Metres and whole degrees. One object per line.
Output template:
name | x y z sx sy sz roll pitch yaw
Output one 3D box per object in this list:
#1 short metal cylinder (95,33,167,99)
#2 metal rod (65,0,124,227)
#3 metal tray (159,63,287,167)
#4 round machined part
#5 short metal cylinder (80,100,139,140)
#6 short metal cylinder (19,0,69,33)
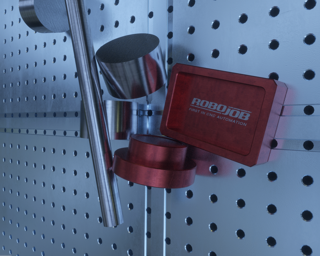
short metal cylinder | -0.035 -0.080 0.393 0.080 0.080 0.050 22 140 38
metal rod | -0.082 -0.031 0.379 0.025 0.025 0.298 -11 89 39
metal tray | 0.065 -0.019 0.352 0.130 0.030 0.089 19 102 38
round machined part | -0.005 0.034 0.366 0.098 0.099 0.042 15 99 39
short metal cylinder | -0.070 -0.011 0.431 0.080 0.081 0.050 3 92 40
short metal cylinder | -0.191 -0.205 0.531 0.050 0.081 0.079 13 98 39
